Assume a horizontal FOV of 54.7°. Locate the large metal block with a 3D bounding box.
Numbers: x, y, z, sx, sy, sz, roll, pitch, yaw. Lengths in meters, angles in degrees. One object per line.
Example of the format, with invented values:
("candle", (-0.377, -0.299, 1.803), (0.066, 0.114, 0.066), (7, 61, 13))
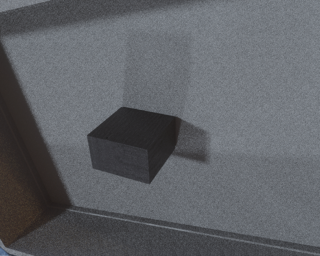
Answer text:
("large metal block", (-0.033, 0.019, 0.397), (0.080, 0.080, 0.050), (12, 123, 21))
